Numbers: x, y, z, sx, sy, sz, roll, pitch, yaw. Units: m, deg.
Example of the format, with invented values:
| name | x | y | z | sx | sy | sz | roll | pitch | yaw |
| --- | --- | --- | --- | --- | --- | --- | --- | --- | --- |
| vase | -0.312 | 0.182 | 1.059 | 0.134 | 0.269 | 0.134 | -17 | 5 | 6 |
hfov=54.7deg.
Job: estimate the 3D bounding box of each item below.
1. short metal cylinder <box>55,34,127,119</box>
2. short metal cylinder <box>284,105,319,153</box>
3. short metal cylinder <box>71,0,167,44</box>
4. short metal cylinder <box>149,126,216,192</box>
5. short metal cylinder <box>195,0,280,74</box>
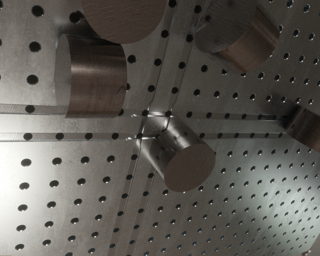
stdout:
| name | x | y | z | sx | sy | sz | roll | pitch | yaw |
| --- | --- | --- | --- | --- | --- | --- | --- | --- | --- |
| short metal cylinder | -0.071 | -0.049 | 0.307 | 0.050 | 0.080 | 0.079 | -1 | 119 | -28 |
| short metal cylinder | 0.260 | 0.003 | 0.523 | 0.081 | 0.080 | 0.050 | 15 | 110 | -35 |
| short metal cylinder | -0.040 | -0.127 | 0.296 | 0.081 | 0.050 | 0.079 | -14 | 125 | -21 |
| short metal cylinder | 0.031 | 0.044 | 0.441 | 0.081 | 0.050 | 0.079 | -14 | 125 | -21 |
| short metal cylinder | 0.088 | -0.109 | 0.358 | 0.050 | 0.080 | 0.080 | 27 | 103 | -38 |
